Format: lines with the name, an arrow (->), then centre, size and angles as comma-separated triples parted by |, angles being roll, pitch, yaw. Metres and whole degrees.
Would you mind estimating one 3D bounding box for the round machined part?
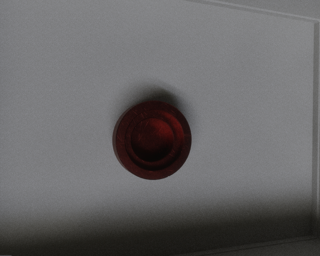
round machined part -> -0.013, 0.015, 0.398 | 0.099, 0.042, 0.097 | 0, 90, -21
